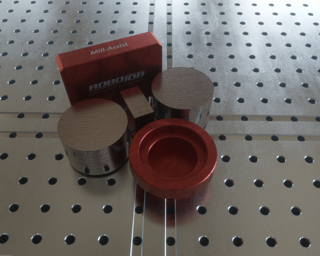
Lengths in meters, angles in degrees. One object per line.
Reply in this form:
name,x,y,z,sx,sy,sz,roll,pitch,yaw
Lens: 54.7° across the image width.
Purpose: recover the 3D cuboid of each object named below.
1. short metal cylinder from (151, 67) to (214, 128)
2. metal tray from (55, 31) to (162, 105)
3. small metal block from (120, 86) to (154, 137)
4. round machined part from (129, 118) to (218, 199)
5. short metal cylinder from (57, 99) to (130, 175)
short metal cylinder,0.029,-0.037,0.418,0.081,0.050,0.080,0,50,0
metal tray,-0.062,-0.070,0.418,0.131,0.090,0.030,-19,53,-15
small metal block,-0.029,-0.017,0.400,0.025,0.050,0.050,-20,53,-16
round machined part,0.014,0.039,0.359,0.099,0.042,0.098,0,50,0
short metal cylinder,-0.078,0.010,0.377,0.081,0.050,0.080,0,50,0
